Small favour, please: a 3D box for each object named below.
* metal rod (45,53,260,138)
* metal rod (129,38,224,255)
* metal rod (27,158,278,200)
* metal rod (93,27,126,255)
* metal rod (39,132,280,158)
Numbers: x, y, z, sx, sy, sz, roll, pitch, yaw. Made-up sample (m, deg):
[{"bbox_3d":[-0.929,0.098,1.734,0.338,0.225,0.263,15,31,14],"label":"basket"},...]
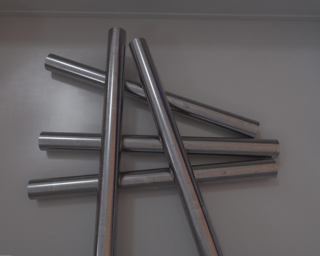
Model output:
[{"bbox_3d":[-0.015,-0.045,0.424,0.301,0.025,0.025,19,71,6],"label":"metal rod"},{"bbox_3d":[0.015,0.019,0.375,0.025,0.025,0.299,-17,71,-6],"label":"metal rod"},{"bbox_3d":[-0.007,0.063,0.385,0.302,0.025,0.025,-5,70,-2],"label":"metal rod"},{"bbox_3d":[-0.059,0.009,0.377,0.025,0.025,0.299,0,70,0],"label":"metal rod"},{"bbox_3d":[-0.001,0.022,0.400,0.302,0.025,0.025,2,70,0],"label":"metal rod"}]
